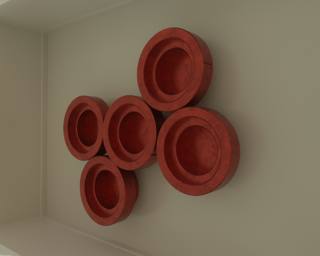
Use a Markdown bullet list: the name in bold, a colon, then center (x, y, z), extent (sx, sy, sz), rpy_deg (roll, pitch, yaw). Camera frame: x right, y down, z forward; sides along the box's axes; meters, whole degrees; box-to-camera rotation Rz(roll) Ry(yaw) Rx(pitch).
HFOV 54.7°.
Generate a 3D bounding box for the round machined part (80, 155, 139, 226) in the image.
- **round machined part**: center (-0.070, 0.088, 0.449), extent (0.098, 0.042, 0.097), rpy_deg (0, 90, 40)

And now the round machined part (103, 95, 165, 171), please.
- **round machined part**: center (-0.029, 0.006, 0.415), extent (0.098, 0.042, 0.097), rpy_deg (0, 90, 40)

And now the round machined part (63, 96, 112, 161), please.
- **round machined part**: center (-0.103, 0.000, 0.478), extent (0.098, 0.042, 0.097), rpy_deg (0, 90, 40)

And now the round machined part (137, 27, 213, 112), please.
- **round machined part**: center (0.022, -0.067, 0.375), extent (0.098, 0.042, 0.097), rpy_deg (0, 90, 40)

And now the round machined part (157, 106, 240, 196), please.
- **round machined part**: center (0.047, 0.025, 0.354), extent (0.098, 0.042, 0.097), rpy_deg (0, 90, 40)
